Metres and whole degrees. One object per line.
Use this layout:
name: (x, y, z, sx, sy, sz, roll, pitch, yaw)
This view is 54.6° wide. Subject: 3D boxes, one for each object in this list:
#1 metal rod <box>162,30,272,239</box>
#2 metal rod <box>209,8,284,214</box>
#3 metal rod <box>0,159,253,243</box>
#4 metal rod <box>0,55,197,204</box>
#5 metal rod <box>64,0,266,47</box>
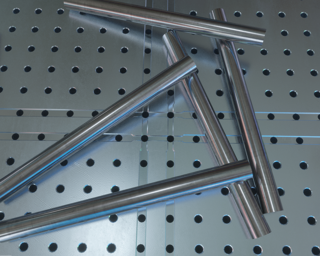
metal rod: (0.067, -0.005, 0.413, 0.025, 0.025, 0.299, -19, 71, -7)
metal rod: (0.112, -0.037, 0.425, 0.025, 0.025, 0.299, -9, 70, -3)
metal rod: (-0.041, 0.086, 0.366, 0.301, 0.025, 0.025, -14, 71, 0)
metal rod: (-0.081, -0.002, 0.398, 0.301, 0.025, 0.025, -35, 74, -7)
metal rod: (-0.001, -0.160, 0.454, 0.301, 0.025, 0.025, 15, 71, 12)
